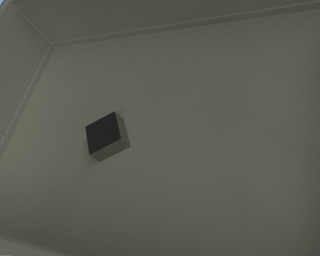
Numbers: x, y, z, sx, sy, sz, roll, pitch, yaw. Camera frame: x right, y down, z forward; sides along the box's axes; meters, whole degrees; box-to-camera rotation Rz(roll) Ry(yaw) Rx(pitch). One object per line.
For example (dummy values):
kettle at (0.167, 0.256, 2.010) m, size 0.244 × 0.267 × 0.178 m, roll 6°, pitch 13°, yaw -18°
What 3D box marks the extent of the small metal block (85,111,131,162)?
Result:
small metal block at (-0.074, 0.012, 0.436) m, size 0.050 × 0.025 × 0.050 m, roll -27°, pitch 53°, yaw 11°
